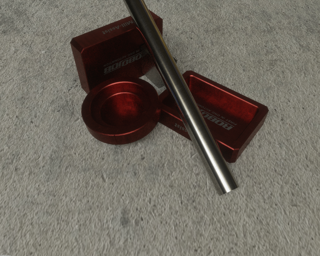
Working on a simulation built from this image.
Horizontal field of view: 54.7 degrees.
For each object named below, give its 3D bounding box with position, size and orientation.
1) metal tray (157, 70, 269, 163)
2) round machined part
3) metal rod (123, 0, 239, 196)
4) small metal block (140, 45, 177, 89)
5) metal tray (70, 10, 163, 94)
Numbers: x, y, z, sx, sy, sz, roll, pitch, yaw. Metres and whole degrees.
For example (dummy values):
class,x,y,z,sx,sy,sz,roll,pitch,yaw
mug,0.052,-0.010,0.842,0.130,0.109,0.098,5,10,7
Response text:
class,x,y,z,sx,sy,sz,roll,pitch,yaw
metal tray,0.066,-0.021,0.420,0.130,0.030,0.090,31,56,23
round machined part,-0.048,-0.018,0.403,0.099,0.042,0.098,-3,53,5
metal rod,0.017,-0.060,0.386,0.025,0.025,0.299,-21,75,-17
small metal block,-0.005,-0.095,0.461,0.025,0.050,0.050,-37,74,-24
metal tray,-0.056,-0.107,0.451,0.131,0.089,0.030,-30,57,-23
